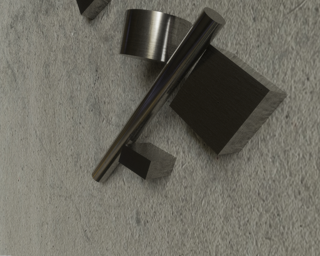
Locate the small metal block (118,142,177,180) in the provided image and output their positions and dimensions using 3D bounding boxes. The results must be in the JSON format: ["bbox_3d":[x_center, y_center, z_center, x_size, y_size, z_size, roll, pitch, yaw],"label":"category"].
[{"bbox_3d":[-0.016,0.041,0.400,0.050,0.050,0.025,27,107,36],"label":"small metal block"}]

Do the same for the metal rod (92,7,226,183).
[{"bbox_3d":[-0.021,-0.016,0.386,0.298,0.025,0.025,-51,60,39],"label":"metal rod"}]

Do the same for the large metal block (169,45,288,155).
[{"bbox_3d":[0.070,-0.029,0.330,0.080,0.050,0.080,48,118,29],"label":"large metal block"}]

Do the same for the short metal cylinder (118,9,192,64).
[{"bbox_3d":[-0.006,-0.106,0.372,0.080,0.081,0.050,18,102,38],"label":"short metal cylinder"}]

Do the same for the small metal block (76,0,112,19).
[{"bbox_3d":[-0.107,-0.211,0.491,0.050,0.025,0.050,-31,71,35],"label":"small metal block"}]
